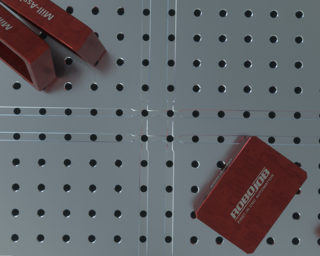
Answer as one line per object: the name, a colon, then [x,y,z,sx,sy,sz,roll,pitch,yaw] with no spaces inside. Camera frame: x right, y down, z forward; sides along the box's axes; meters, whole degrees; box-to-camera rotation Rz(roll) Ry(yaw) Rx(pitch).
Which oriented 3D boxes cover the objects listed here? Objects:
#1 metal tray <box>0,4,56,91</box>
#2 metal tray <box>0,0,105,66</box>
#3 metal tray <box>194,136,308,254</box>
metal tray: [-0.190,-0.110,0.377,0.130,0.090,0.030,40,70,0]
metal tray: [-0.136,-0.132,0.379,0.130,0.090,0.030,34,90,0]
metal tray: [0.118,0.086,0.412,0.090,0.030,0.130,36,90,0]
